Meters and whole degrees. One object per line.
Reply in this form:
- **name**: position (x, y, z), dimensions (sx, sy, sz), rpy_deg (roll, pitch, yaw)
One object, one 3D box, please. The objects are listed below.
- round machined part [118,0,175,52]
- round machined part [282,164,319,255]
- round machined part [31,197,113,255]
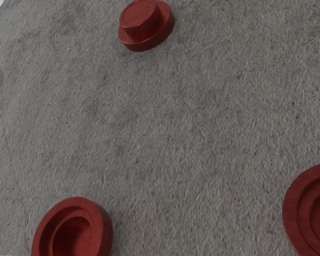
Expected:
- **round machined part**: position (-0.028, -0.179, 0.518), dimensions (0.098, 0.042, 0.098), rpy_deg (-13, 56, 21)
- **round machined part**: position (0.158, 0.080, 0.261), dimensions (0.098, 0.042, 0.098), rpy_deg (-13, 56, 21)
- **round machined part**: position (-0.096, 0.134, 0.362), dimensions (0.098, 0.042, 0.098), rpy_deg (-13, 56, 21)
